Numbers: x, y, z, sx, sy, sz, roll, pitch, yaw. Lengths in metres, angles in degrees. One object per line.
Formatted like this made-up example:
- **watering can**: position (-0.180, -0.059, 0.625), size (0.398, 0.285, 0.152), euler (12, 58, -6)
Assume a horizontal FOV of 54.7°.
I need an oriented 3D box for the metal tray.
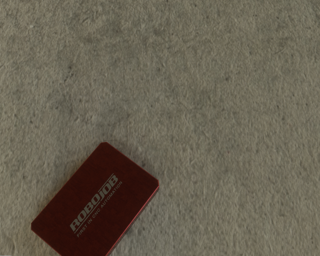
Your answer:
- **metal tray**: position (-0.073, 0.093, 0.371), size (0.090, 0.030, 0.130), euler (35, 73, 11)
